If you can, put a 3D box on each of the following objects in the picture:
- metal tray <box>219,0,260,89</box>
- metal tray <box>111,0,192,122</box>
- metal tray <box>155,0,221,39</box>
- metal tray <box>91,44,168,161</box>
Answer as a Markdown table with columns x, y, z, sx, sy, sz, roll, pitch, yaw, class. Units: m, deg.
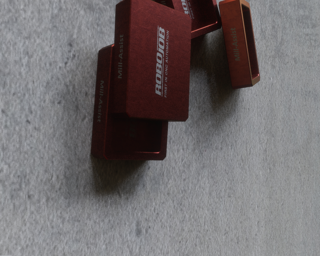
| x | y | z | sx | sy | sz | roll | pitch | yaw | class |
| --- | --- | --- | --- | --- | --- | --- | --- | --- | --- |
| 0.128 | -0.132 | 0.489 | 0.090 | 0.030 | 0.129 | -30 | 111 | -61 | metal tray |
| -0.007 | -0.074 | 0.357 | 0.091 | 0.030 | 0.129 | 3 | 88 | -40 | metal tray |
| 0.033 | -0.191 | 0.430 | 0.091 | 0.030 | 0.129 | -31 | 110 | -36 | metal tray |
| -0.032 | -0.027 | 0.376 | 0.091 | 0.030 | 0.129 | 6 | 86 | -40 | metal tray |
